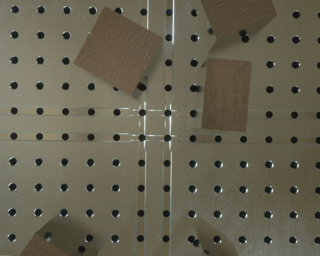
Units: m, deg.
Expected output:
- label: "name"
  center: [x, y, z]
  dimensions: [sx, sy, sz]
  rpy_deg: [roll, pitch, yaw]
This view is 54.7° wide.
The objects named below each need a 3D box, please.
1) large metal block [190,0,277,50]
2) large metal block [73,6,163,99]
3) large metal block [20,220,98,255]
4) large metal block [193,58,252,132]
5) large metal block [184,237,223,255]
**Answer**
- label: "large metal block"
  center: [0.091, -0.160, 0.402]
  dimensions: [0.080, 0.050, 0.080]
  rpy_deg: [-23, 90, -1]
- label: "large metal block"
  center: [-0.051, -0.094, 0.400]
  dimensions: [0.080, 0.050, 0.080]
  rpy_deg: [29, 90, -1]
- label: "large metal block"
  center: [-0.140, 0.182, 0.399]
  dimensions: [0.080, 0.050, 0.080]
  rpy_deg: [34, 90, -1]
- label: "large metal block"
  center: [0.075, -0.037, 0.387]
  dimensions: [0.050, 0.080, 0.079]
  rpy_deg: [5, 90, 0]
- label: "large metal block"
  center: [0.060, 0.206, 0.402]
  dimensions: [0.080, 0.050, 0.080]
  rpy_deg: [38, 90, -1]
